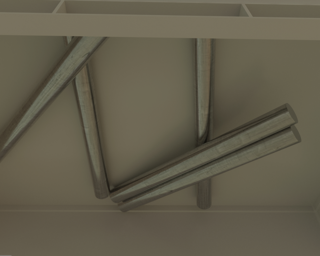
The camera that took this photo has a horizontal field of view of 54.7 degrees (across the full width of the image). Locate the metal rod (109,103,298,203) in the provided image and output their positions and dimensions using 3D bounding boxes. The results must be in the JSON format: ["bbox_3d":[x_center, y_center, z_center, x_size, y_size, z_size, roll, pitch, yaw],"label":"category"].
[{"bbox_3d":[0.036,0.047,0.420,0.299,0.025,0.025,-30,125,33],"label":"metal rod"}]

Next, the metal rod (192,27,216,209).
[{"bbox_3d":[0.060,0.013,0.420,0.025,0.025,0.298,-4,130,3],"label":"metal rod"}]

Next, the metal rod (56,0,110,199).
[{"bbox_3d":[-0.090,-0.010,0.399,0.025,0.025,0.298,0,130,-1],"label":"metal rod"}]

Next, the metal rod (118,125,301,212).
[{"bbox_3d":[0.047,0.067,0.436,0.299,0.025,0.025,-30,125,34],"label":"metal rod"}]

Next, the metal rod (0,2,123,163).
[{"bbox_3d":[-0.143,-0.028,0.360,0.025,0.025,0.299,34,129,-26],"label":"metal rod"}]
